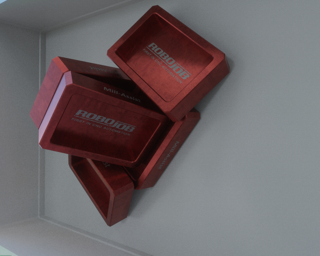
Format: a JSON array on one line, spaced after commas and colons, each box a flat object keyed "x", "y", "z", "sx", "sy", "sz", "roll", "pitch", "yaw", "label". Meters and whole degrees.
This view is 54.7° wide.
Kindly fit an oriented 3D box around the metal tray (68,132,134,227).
[{"x": -0.091, "y": 0.067, "z": 0.451, "sx": 0.130, "sy": 0.030, "sz": 0.089, "roll": 47, "pitch": 142, "yaw": 29, "label": "metal tray"}]

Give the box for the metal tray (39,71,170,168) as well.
[{"x": -0.065, "y": -0.004, "z": 0.372, "sx": 0.089, "sy": 0.131, "sz": 0.030, "roll": -57, "pitch": 34, "yaw": 24, "label": "metal tray"}]

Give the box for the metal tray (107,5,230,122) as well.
[{"x": 0.006, "y": -0.081, "z": 0.372, "sx": 0.090, "sy": 0.030, "sz": 0.130, "roll": -44, "pitch": 60, "yaw": 2, "label": "metal tray"}]

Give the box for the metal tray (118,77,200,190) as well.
[{"x": -0.016, "y": 0.006, "z": 0.412, "sx": 0.090, "sy": 0.030, "sz": 0.129, "roll": 46, "pitch": 117, "yaw": 29, "label": "metal tray"}]

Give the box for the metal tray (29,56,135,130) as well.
[{"x": -0.090, "y": -0.038, "z": 0.407, "sx": 0.030, "sy": 0.131, "sz": 0.089, "roll": 48, "pitch": 119, "yaw": 30, "label": "metal tray"}]
